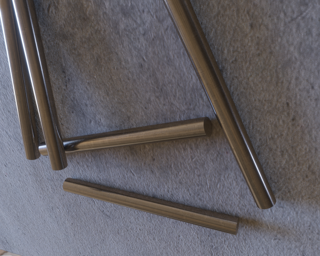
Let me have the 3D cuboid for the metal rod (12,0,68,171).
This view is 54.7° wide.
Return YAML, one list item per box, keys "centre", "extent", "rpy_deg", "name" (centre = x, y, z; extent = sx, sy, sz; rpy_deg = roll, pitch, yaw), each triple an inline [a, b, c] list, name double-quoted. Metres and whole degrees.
- centre: [-0.167, -0.075, 0.427]
  extent: [0.025, 0.025, 0.298]
  rpy_deg: [8, 116, 24]
  name: "metal rod"

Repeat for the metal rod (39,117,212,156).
- centre: [-0.069, 0.017, 0.451]
  extent: [0.300, 0.025, 0.025]
  rpy_deg: [-8, 114, 31]
  name: "metal rod"

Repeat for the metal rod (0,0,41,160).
- centre: [-0.211, -0.073, 0.470]
  extent: [0.025, 0.025, 0.298]
  rpy_deg: [19, 126, 17]
  name: "metal rod"

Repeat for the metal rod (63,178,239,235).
- centre: [-0.028, 0.119, 0.493]
  extent: [0.301, 0.025, 0.025]
  rpy_deg: [8, 122, 23]
  name: "metal rod"

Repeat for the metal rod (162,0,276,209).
- centre: [0.068, -0.032, 0.350]
  extent: [0.025, 0.025, 0.299]
  rpy_deg: [-16, 111, 34]
  name: "metal rod"
